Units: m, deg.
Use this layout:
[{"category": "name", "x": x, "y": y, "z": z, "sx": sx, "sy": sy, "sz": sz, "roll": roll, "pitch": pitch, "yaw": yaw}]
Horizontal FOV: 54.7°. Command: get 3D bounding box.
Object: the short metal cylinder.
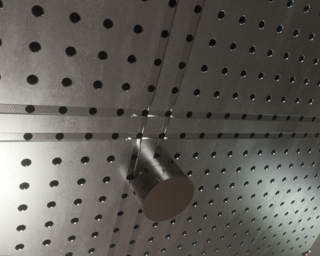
[{"category": "short metal cylinder", "x": 0.003, "y": 0.089, "z": 0.453, "sx": 0.081, "sy": 0.050, "sz": 0.079, "roll": -14, "pitch": 124, "yaw": -21}]
